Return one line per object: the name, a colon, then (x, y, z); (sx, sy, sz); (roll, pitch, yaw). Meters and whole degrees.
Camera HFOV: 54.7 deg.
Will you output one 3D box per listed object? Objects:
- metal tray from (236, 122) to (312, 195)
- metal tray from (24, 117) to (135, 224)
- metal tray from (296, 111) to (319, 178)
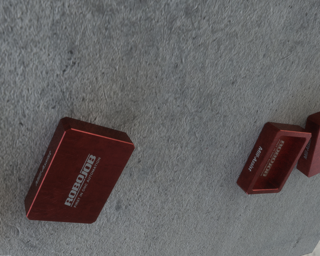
metal tray: (0.200, 0.056, 0.547); (0.091, 0.030, 0.129); (5, 116, -31)
metal tray: (-0.100, 0.058, 0.385); (0.091, 0.030, 0.129); (17, 109, -35)
metal tray: (0.316, 0.025, 0.592); (0.091, 0.030, 0.129); (-18, 126, -18)
